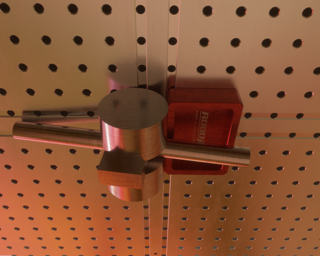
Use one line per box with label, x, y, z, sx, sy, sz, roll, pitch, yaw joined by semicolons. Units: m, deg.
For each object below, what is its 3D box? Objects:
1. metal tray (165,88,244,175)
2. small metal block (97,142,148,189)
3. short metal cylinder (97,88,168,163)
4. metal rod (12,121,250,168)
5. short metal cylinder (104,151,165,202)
metal tray;0.053;0.009;0.417;0.091;0.030;0.129;1;130;-1
small metal block;-0.042;0.043;0.368;0.050;0.050;0.025;6;130;6
short metal cylinder;-0.031;-0.005;0.369;0.081;0.080;0.050;1;130;-1
metal rod;-0.040;0.020;0.397;0.302;0.025;0.025;7;131;6
short metal cylinder;-0.034;0.052;0.418;0.081;0.080;0.050;1;130;-1
